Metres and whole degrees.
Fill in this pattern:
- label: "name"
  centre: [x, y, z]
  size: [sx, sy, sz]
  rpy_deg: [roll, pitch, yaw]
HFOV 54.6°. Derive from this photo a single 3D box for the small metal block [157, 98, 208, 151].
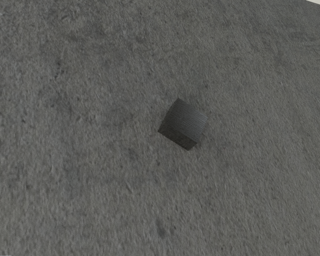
- label: "small metal block"
  centre: [0.032, -0.005, 0.423]
  size: [0.050, 0.025, 0.050]
  rpy_deg: [33, 51, -7]
